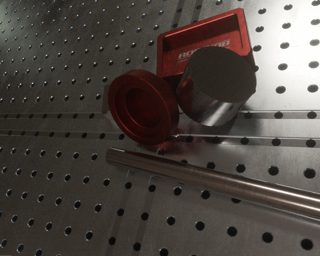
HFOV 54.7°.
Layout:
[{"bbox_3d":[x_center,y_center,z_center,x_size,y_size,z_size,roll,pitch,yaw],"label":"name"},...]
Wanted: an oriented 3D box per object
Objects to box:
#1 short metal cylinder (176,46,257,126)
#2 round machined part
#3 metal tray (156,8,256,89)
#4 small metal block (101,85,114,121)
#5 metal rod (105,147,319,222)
[{"bbox_3d":[0.064,-0.049,0.363,0.081,0.050,0.080,7,59,-11],"label":"short metal cylinder"},{"bbox_3d":[-0.016,-0.029,0.398,0.098,0.097,0.042,13,36,33],"label":"round machined part"},{"bbox_3d":[0.061,-0.111,0.439,0.130,0.030,0.090,-12,56,21],"label":"metal tray"},{"bbox_3d":[-0.057,-0.043,0.463,0.050,0.025,0.050,-13,56,20],"label":"small metal block"},{"bbox_3d":[0.061,0.059,0.339,0.300,0.025,0.025,10,67,31],"label":"metal rod"}]
